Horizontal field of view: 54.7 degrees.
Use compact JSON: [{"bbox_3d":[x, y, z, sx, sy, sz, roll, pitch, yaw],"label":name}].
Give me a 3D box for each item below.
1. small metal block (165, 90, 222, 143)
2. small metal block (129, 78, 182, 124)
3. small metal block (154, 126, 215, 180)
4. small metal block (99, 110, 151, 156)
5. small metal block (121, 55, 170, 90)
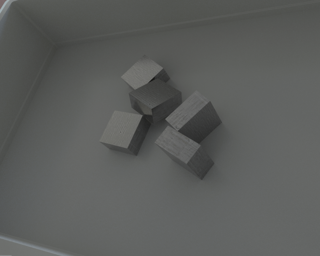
[{"bbox_3d":[0.042,-0.009,0.373,0.050,0.050,0.025,-43,51,-1],"label":"small metal block"},{"bbox_3d":[-0.006,-0.038,0.420,0.050,0.025,0.050,-31,47,-25],"label":"small metal block"},{"bbox_3d":[0.029,0.029,0.357,0.050,0.050,0.025,32,80,38],"label":"small metal block"},{"bbox_3d":[-0.048,0.006,0.427,0.050,0.025,0.050,11,67,33],"label":"small metal block"},{"bbox_3d":[-0.022,-0.075,0.464,0.050,0.025,0.050,-44,51,-3],"label":"small metal block"}]
